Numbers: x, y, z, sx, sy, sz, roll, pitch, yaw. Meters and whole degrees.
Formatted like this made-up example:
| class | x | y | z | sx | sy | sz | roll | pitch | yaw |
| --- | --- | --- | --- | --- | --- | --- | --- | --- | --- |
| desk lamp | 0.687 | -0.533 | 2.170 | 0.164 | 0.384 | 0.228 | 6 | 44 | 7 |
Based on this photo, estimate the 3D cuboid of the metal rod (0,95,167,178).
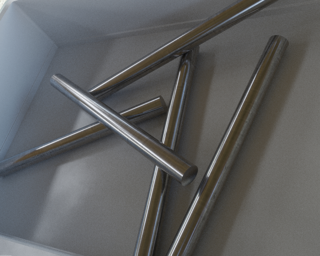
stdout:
| class | x | y | z | sx | sy | sz | roll | pitch | yaw |
| --- | --- | --- | --- | --- | --- | --- | --- | --- | --- |
| metal rod | -0.131 | 0.019 | 0.462 | 0.301 | 0.025 | 0.025 | -21 | 54 | 15 |

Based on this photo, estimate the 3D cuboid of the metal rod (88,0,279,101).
| class | x | y | z | sx | sy | sz | roll | pitch | yaw |
| --- | --- | --- | --- | --- | --- | --- | --- | --- | --- |
| metal rod | 0.017 | -0.109 | 0.433 | 0.300 | 0.025 | 0.025 | -25 | 52 | 24 |

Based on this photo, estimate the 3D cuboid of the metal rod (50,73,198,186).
| class | x | y | z | sx | sy | sz | roll | pitch | yaw |
| --- | --- | --- | --- | --- | --- | --- | --- | --- | --- |
| metal rod | -0.069 | -0.014 | 0.416 | 0.300 | 0.025 | 0.025 | 33 | 80 | 38 |

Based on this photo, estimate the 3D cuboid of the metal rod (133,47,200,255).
| class | x | y | z | sx | sy | sz | roll | pitch | yaw |
| --- | --- | --- | --- | --- | --- | --- | --- | --- | --- |
| metal rod | 0.014 | 0.013 | 0.390 | 0.025 | 0.025 | 0.300 | -1 | 61 | 28 |

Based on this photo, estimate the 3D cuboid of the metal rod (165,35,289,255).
| class | x | y | z | sx | sy | sz | roll | pitch | yaw |
| --- | --- | --- | --- | --- | --- | --- | --- | --- | --- |
| metal rod | 0.082 | 0.017 | 0.352 | 0.025 | 0.025 | 0.300 | 17 | 70 | 35 |
